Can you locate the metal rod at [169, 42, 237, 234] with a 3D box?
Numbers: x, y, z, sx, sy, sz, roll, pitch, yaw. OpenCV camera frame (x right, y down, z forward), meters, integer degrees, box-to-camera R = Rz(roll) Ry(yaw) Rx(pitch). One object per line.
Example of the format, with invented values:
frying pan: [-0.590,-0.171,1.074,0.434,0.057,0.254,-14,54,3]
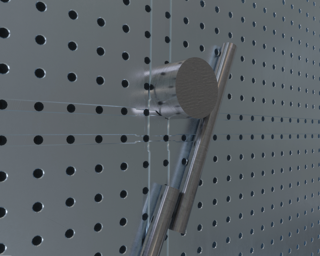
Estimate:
metal rod: [0.068,0.005,0.466,0.025,0.025,0.299,30,72,-36]

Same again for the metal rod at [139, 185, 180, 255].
metal rod: [-0.032,0.218,0.383,0.025,0.025,0.299,31,71,-36]

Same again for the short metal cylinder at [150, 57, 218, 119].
short metal cylinder: [0.033,-0.052,0.421,0.081,0.050,0.079,0,90,-40]
